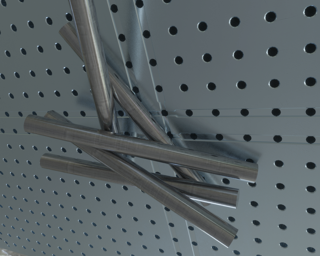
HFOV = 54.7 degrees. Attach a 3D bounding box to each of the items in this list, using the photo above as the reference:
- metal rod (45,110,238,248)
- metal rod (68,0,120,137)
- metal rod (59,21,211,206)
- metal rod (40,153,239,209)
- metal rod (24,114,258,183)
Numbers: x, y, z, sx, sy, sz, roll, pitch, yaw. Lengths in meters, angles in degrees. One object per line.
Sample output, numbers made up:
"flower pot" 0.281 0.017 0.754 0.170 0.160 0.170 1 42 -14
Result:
"metal rod" -0.038 0.057 0.407 0.300 0.025 0.025 30 129 18
"metal rod" -0.072 -0.039 0.389 0.025 0.025 0.298 14 135 20
"metal rod" -0.024 -0.013 0.414 0.025 0.025 0.300 -33 101 38
"metal rod" -0.043 0.070 0.437 0.301 0.025 0.025 7 122 21
"metal rod" -0.028 0.025 0.399 0.302 0.025 0.025 12 125 6
